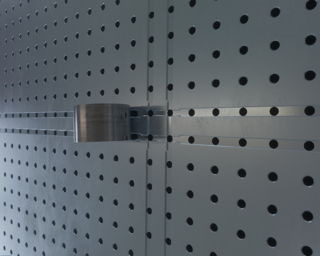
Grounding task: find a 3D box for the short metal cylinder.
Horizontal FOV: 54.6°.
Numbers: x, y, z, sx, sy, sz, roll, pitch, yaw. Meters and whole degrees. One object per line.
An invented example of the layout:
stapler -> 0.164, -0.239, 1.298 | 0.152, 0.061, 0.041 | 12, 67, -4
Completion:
short metal cylinder -> -0.082, -0.006, 0.442 | 0.080, 0.081, 0.050 | -3, 88, 40
